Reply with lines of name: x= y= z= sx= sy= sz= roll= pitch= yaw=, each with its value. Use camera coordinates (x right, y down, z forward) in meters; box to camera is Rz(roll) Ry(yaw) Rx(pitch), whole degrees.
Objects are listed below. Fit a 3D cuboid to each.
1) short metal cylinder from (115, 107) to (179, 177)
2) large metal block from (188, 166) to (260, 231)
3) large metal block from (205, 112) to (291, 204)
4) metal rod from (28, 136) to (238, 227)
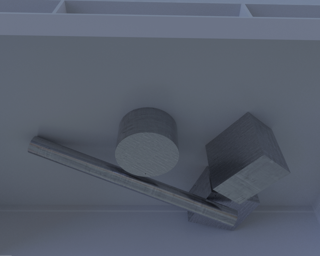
short metal cylinder: x=-0.016 y=0.019 z=0.409 sx=0.081 sy=0.050 sz=0.079 roll=0 pitch=130 yaw=0
large metal block: x=0.096 y=0.113 z=0.491 sx=0.081 sy=0.050 sz=0.079 roll=16 pitch=128 yaw=-14
large metal block: x=0.111 y=0.039 z=0.408 sx=0.050 sy=0.080 sz=0.080 roll=32 pitch=123 yaw=-25
metal rod: x=-0.035 y=0.076 z=0.435 sx=0.302 sy=0.025 sz=0.025 roll=21 pitch=128 yaw=-3
